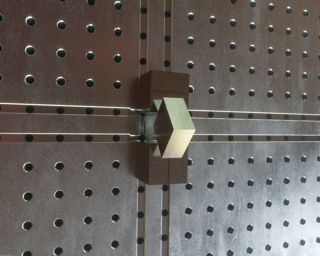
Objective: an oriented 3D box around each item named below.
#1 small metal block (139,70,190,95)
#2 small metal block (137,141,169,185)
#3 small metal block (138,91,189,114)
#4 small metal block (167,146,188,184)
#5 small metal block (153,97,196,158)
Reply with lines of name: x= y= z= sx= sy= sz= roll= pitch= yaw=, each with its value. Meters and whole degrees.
small metal block: x=0.004 y=-0.056 z=0.401 sx=0.050 sy=0.050 sz=0.025 roll=2 pitch=90 yaw=-20
small metal block: x=-0.010 y=0.043 z=0.396 sx=0.025 sy=0.050 sz=0.050 roll=2 pitch=90 yaw=-20
small metal block: x=0.003 y=-0.031 z=0.401 sx=0.050 sy=0.050 sz=0.025 roll=2 pitch=90 yaw=-20
small metal block: x=0.014 y=0.044 z=0.404 sx=0.025 sy=0.050 sz=0.050 roll=2 pitch=90 yaw=-20
small metal block: x=0.015 y=0.000 z=0.362 sx=0.025 sy=0.050 sz=0.050 roll=1 pitch=48 yaw=-20
